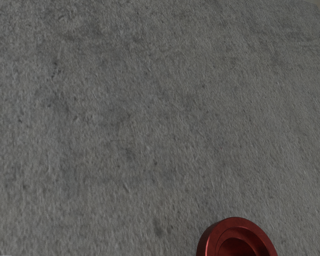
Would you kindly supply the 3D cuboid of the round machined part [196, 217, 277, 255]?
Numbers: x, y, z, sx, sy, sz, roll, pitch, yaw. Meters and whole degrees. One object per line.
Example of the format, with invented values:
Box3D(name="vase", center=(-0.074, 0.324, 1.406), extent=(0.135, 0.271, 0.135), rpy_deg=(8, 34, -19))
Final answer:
Box3D(name="round machined part", center=(0.082, 0.153, 0.345), extent=(0.099, 0.042, 0.098), rpy_deg=(14, 56, -21))
